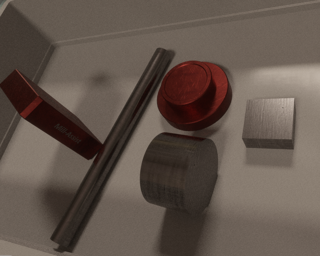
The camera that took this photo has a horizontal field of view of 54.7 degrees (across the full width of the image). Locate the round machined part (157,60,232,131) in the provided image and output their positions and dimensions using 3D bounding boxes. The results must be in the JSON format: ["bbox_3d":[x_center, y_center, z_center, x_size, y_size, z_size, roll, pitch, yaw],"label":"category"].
[{"bbox_3d":[0.040,-0.048,0.402,0.098,0.042,0.098,-13,56,20],"label":"round machined part"}]

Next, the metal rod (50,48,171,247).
[{"bbox_3d":[-0.059,0.014,0.426,0.025,0.025,0.300,15,69,34],"label":"metal rod"}]

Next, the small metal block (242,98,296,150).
[{"bbox_3d":[0.122,-0.005,0.344,0.050,0.025,0.050,1,62,28],"label":"small metal block"}]

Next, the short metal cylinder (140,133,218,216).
[{"bbox_3d":[0.023,0.047,0.329,0.050,0.080,0.080,8,66,31],"label":"short metal cylinder"}]

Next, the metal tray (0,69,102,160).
[{"bbox_3d":[-0.143,-0.015,0.421,0.030,0.130,0.090,-47,52,-4],"label":"metal tray"}]
